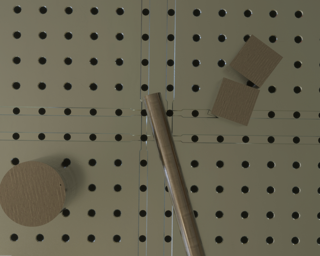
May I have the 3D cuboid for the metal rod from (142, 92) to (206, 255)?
[{"bbox_3d":[0.029,0.100,0.413,0.025,0.025,0.298,-16,90,0],"label":"metal rod"}]

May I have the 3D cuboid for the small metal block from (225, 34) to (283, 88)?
[{"bbox_3d":[0.125,-0.087,0.414,0.050,0.025,0.050,37,90,0],"label":"small metal block"}]

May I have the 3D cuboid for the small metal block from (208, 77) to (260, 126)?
[{"bbox_3d":[0.098,-0.034,0.414,0.050,0.025,0.050,20,90,0],"label":"small metal block"}]

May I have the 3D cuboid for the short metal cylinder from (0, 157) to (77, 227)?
[{"bbox_3d":[-0.155,0.080,0.400,0.081,0.050,0.080,0,90,0],"label":"short metal cylinder"}]
